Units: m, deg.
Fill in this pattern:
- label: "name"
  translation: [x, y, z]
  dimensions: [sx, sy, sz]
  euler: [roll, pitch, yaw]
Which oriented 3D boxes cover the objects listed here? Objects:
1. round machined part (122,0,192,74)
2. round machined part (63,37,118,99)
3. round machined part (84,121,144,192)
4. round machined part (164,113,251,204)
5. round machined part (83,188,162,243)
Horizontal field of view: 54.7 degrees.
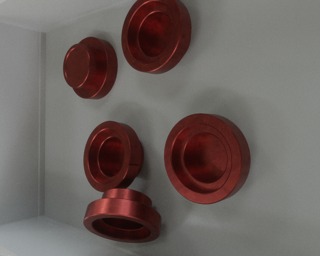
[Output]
- label: "round machined part"
  translation: [0.000, -0.117, 0.394]
  dimensions: [0.098, 0.042, 0.097]
  euler: [0, 90, 39]
- label: "round machined part"
  translation: [-0.116, -0.095, 0.488]
  dimensions: [0.098, 0.042, 0.097]
  euler: [0, 90, 39]
- label: "round machined part"
  translation: [-0.061, 0.041, 0.438]
  dimensions: [0.098, 0.042, 0.098]
  euler: [-9, 76, 39]
- label: "round machined part"
  translation: [0.056, 0.033, 0.349]
  dimensions: [0.098, 0.042, 0.097]
  euler: [0, 90, 39]
- label: "round machined part"
  translation: [-0.046, 0.113, 0.407]
  dimensions: [0.098, 0.098, 0.042]
  euler: [-27, 40, 36]
